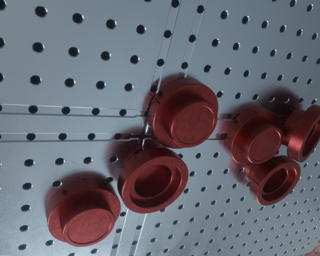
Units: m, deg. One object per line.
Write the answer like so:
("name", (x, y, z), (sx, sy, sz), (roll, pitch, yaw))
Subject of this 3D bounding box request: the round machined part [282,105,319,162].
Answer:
("round machined part", (0.238, 0.005, 0.519), (0.099, 0.042, 0.097), (-29, 134, -35))

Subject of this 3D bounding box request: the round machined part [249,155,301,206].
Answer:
("round machined part", (0.203, 0.090, 0.565), (0.099, 0.042, 0.097), (-14, 124, -21))

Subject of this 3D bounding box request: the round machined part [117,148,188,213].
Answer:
("round machined part", (-0.013, 0.068, 0.435), (0.099, 0.042, 0.097), (-14, 124, -21))

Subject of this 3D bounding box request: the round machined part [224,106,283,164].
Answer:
("round machined part", (0.156, 0.018, 0.495), (0.099, 0.042, 0.097), (-14, 124, -21))

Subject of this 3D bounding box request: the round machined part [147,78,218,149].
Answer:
("round machined part", (0.036, -0.013, 0.411), (0.099, 0.042, 0.097), (-14, 124, -21))

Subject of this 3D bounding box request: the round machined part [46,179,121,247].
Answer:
("round machined part", (-0.100, 0.121, 0.420), (0.099, 0.042, 0.097), (-14, 124, -21))
